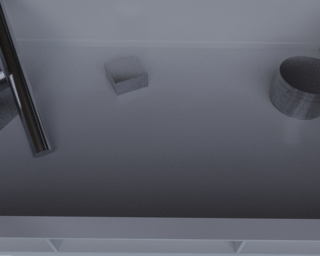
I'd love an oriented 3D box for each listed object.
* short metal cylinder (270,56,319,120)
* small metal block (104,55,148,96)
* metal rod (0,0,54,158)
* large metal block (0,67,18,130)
[{"bbox_3d":[0.204,-0.058,0.440,0.081,0.050,0.080,0,50,0],"label":"short metal cylinder"},{"bbox_3d":[-0.052,-0.081,0.472,0.050,0.025,0.050,-20,53,-17],"label":"small metal block"},{"bbox_3d":[-0.201,-0.103,0.410,0.025,0.025,0.299,-20,78,-16],"label":"metal rod"},{"bbox_3d":[-0.243,-0.046,0.405,0.080,0.080,0.050,21,53,16],"label":"large metal block"}]
